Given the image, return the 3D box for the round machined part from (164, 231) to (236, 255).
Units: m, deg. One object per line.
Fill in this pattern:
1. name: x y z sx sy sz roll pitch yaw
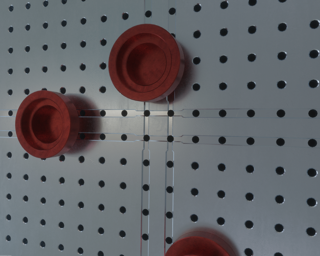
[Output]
1. round machined part: 0.048 0.185 0.387 0.098 0.042 0.097 0 90 20

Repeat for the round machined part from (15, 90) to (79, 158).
1. round machined part: -0.161 -0.005 0.461 0.098 0.042 0.097 0 90 20

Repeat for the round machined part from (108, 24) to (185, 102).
1. round machined part: -0.015 -0.082 0.409 0.098 0.042 0.097 0 90 20
